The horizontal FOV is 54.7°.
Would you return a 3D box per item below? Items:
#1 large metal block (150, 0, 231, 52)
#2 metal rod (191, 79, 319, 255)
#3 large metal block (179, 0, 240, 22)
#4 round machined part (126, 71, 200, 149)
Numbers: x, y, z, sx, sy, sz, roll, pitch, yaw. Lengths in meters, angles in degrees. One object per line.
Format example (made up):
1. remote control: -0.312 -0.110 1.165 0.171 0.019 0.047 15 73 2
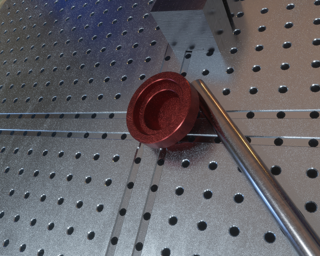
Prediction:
1. large metal block: 0.046 -0.156 0.445 0.080 0.080 0.050 11 68 33
2. metal rod: 0.103 0.049 0.324 0.025 0.025 0.300 -33 51 7
3. large metal block: 0.067 -0.203 0.463 0.080 0.080 0.050 5 64 30
4. round machined part: 0.008 -0.020 0.398 0.098 0.042 0.098 -16 59 31
